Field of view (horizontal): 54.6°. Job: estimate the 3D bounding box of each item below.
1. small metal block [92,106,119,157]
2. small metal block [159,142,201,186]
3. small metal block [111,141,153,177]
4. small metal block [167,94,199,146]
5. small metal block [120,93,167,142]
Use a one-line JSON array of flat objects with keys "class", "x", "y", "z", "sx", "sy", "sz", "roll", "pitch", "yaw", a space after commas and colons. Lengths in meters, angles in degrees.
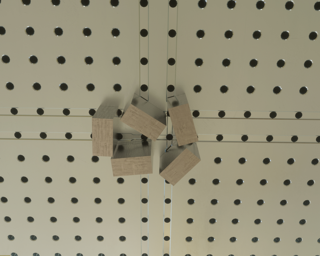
[{"class": "small metal block", "x": -0.070, "y": 0.003, "z": 0.401, "sx": 0.025, "sy": 0.050, "sz": 0.050, "roll": 3, "pitch": 111, "yaw": -1}, {"class": "small metal block", "x": 0.025, "y": 0.041, "z": 0.415, "sx": 0.025, "sy": 0.050, "sz": 0.050, "roll": 41, "pitch": 105, "yaw": -13}, {"class": "small metal block", "x": -0.035, "y": 0.040, "z": 0.414, "sx": 0.050, "sy": 0.050, "sz": 0.025, "roll": -5, "pitch": 110, "yaw": 1}, {"class": "small metal block", "x": 0.028, "y": -0.012, "z": 0.395, "sx": 0.025, "sy": 0.050, "sz": 0.050, "roll": -15, "pitch": 109, "yaw": 5}, {"class": "small metal block", "x": -0.020, "y": -0.015, "z": 0.394, "sx": 0.050, "sy": 0.050, "sz": 0.025, "roll": 32, "pitch": 108, "yaw": -12}]
